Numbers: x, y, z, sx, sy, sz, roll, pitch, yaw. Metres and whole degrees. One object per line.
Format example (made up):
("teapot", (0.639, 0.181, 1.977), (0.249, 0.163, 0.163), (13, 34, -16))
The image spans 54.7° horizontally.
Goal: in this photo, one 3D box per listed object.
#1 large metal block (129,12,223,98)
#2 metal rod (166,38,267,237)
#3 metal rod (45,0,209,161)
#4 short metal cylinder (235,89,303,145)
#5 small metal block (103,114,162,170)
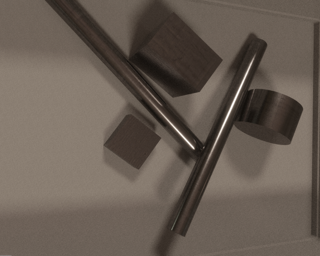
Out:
("large metal block", (0.017, -0.086, 0.388), (0.080, 0.080, 0.050), (40, 77, -16))
("metal rod", (0.084, 0.000, 0.421), (0.025, 0.025, 0.300), (33, 71, -17))
("metal rod", (-0.033, -0.059, 0.398), (0.025, 0.025, 0.300), (-47, 105, -14))
("short metal cylinder", (0.153, -0.015, 0.440), (0.080, 0.080, 0.050), (26, 81, -19))
("small metal block", (-0.035, 0.018, 0.398), (0.050, 0.025, 0.050), (39, 77, -16))
